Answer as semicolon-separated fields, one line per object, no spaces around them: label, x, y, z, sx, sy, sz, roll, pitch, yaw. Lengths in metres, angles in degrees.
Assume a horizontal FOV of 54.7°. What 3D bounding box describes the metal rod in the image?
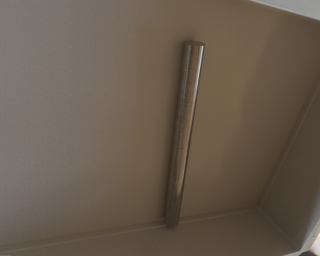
metal rod;0.030;0.028;0.444;0.025;0.025;0.298;-10;123;-24
